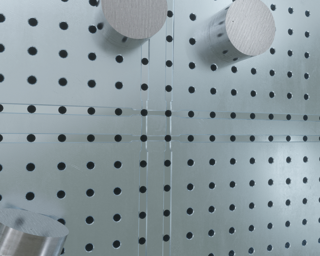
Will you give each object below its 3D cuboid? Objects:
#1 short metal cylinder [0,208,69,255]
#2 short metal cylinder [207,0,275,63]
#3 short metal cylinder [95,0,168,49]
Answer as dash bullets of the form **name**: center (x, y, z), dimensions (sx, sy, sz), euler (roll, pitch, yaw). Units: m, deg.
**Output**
- **short metal cylinder**: center (-0.146, 0.124, 0.330), dimensions (0.080, 0.080, 0.050), euler (22, 83, -19)
- **short metal cylinder**: center (0.115, -0.138, 0.441), dimensions (0.081, 0.050, 0.079), euler (0, 90, -20)
- **short metal cylinder**: center (-0.037, -0.144, 0.385), dimensions (0.081, 0.050, 0.079), euler (0, 90, -20)
